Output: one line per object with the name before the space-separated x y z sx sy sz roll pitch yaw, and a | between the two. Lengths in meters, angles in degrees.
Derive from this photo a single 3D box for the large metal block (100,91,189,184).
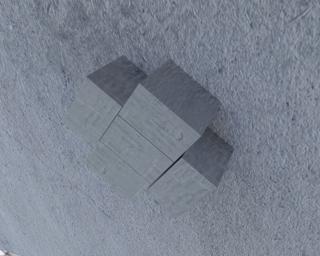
large metal block | -0.012 0.007 0.382 0.080 0.080 0.050 41 129 0

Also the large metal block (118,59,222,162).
large metal block | 0.014 -0.023 0.351 0.080 0.080 0.050 41 129 0

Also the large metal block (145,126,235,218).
large metal block | 0.038 0.052 0.384 0.050 0.080 0.080 41 129 0

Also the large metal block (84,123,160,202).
large metal block | -0.038 0.036 0.414 0.080 0.080 0.050 41 129 0

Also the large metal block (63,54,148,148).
large metal block | -0.063 -0.034 0.384 0.050 0.080 0.080 41 129 0
